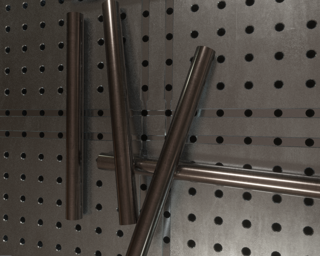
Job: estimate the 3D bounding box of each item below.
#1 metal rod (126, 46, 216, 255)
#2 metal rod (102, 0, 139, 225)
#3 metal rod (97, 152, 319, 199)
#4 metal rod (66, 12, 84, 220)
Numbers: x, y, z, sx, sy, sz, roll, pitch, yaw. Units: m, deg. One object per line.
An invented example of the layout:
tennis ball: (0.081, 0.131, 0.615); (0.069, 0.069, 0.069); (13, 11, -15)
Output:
metal rod: (0.010, 0.042, 0.382); (0.025, 0.025, 0.299); (18, 86, 19)
metal rod: (-0.054, -0.027, 0.412); (0.025, 0.025, 0.298); (-9, 80, 19)
metal rod: (0.059, 0.058, 0.391); (0.301, 0.025, 0.025); (5, 92, 19)
metal rod: (-0.125, -0.017, 0.455); (0.025, 0.025, 0.298); (0, 90, 19)
